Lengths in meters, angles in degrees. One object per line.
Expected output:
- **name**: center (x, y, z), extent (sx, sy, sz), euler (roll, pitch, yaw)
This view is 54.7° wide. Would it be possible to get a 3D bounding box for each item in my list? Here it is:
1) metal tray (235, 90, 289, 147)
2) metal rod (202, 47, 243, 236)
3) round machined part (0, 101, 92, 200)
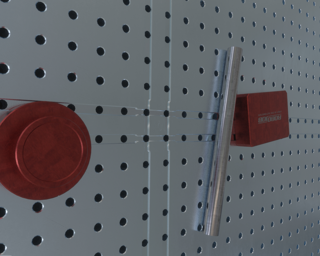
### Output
- **metal tray**: center (0.187, -0.020, 0.563), extent (0.131, 0.030, 0.089), euler (-9, 96, -40)
- **metal rod**: center (0.101, 0.016, 0.494), extent (0.025, 0.025, 0.299), euler (15, 80, -39)
- **round machined part**: center (-0.112, 0.022, 0.305), extent (0.099, 0.042, 0.097), euler (0, 90, -40)
